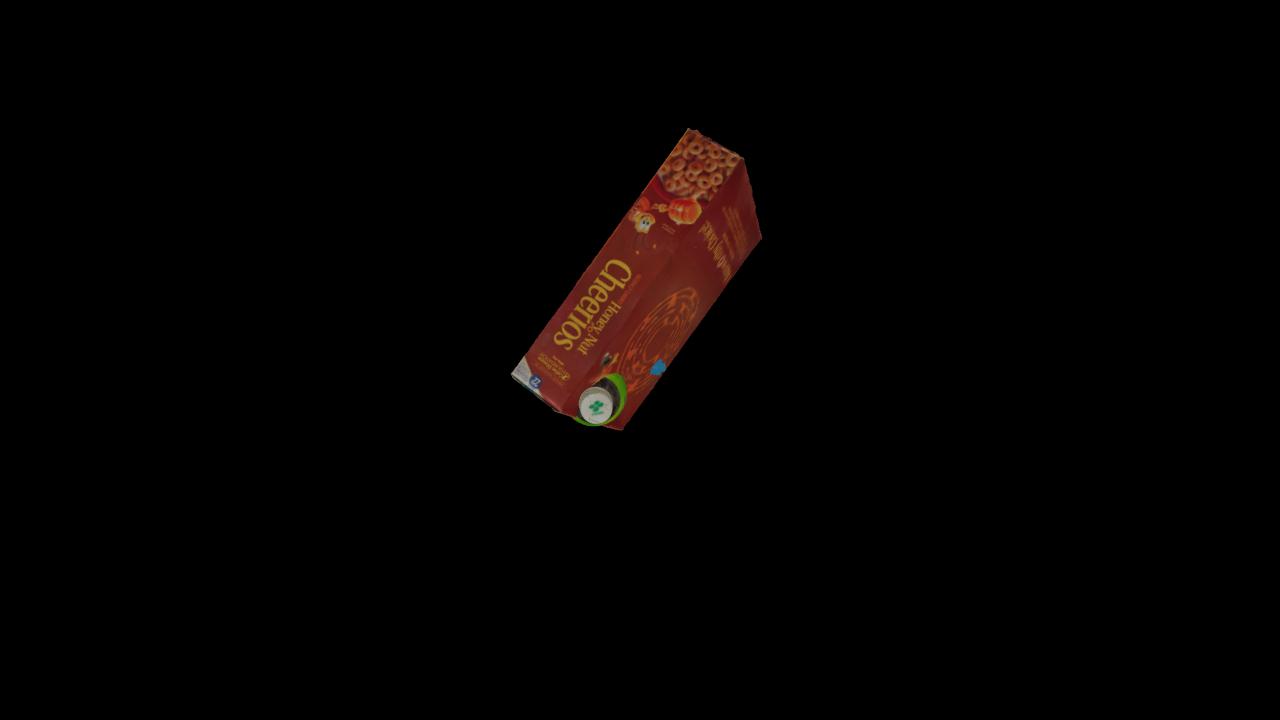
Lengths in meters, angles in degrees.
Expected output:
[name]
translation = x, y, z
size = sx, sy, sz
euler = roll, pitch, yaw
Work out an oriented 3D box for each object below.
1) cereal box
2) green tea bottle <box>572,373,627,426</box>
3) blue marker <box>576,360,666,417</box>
[cereal box]
translation = 0.011, -0.069, 0.682
size = 0.081, 0.306, 0.203
euler = 37, 1, 20
[green tea bottle]
translation = -0.052, 0.030, 0.675
size = 0.073, 0.073, 0.212
euler = 0, 11, -5
[blue marker]
translation = -0.028, 0.003, 0.724
size = 0.121, 0.020, 0.020
euler = 6, 2, 18
